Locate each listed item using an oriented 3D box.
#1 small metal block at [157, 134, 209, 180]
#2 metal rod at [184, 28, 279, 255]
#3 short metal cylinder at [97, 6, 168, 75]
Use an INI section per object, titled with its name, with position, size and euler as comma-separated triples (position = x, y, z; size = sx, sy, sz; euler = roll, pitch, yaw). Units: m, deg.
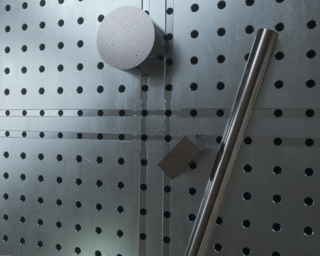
[small metal block]
position = 0.030, 0.035, 0.388
size = 0.025, 0.050, 0.050
euler = 46, 104, 14
[metal rod]
position = 0.085, 0.028, 0.382
size = 0.025, 0.025, 0.298
euler = 19, 96, 18
[short metal cylinder]
position = -0.036, -0.113, 0.411
size = 0.080, 0.050, 0.079
euler = 0, 90, 19
